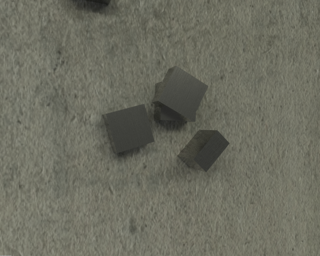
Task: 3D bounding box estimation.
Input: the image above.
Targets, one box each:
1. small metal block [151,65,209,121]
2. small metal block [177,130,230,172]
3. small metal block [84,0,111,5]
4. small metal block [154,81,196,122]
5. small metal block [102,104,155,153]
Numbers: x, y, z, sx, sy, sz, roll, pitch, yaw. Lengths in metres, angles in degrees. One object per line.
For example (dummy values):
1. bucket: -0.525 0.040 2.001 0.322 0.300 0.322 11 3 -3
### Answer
1. small metal block: 0.025 -0.043 0.393 0.050 0.025 0.050 29 80 -18
2. small metal block: 0.058 0.029 0.418 0.025 0.050 0.050 46 76 -15
3. small metal block: -0.084 -0.184 0.378 0.050 0.025 0.050 3 89 -20
4. small metal block: 0.021 -0.034 0.418 0.050 0.025 0.050 2 89 -21
5. small metal block: -0.040 0.000 0.395 0.050 0.025 0.050 -17 96 -20
